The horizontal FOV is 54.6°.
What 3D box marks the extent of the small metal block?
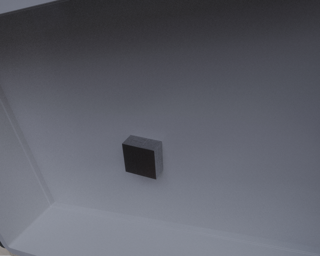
[{"bbox_3d":[-0.024,0.042,0.448,0.050,0.025,0.050,11,123,22],"label":"small metal block"}]
